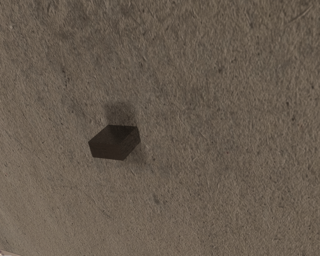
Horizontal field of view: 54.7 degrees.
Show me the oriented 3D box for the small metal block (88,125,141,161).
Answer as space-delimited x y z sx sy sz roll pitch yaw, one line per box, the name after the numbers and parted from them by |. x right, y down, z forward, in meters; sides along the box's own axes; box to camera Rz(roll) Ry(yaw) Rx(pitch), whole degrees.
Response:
-0.063 0.019 0.434 0.050 0.050 0.025 3 120 26 | small metal block
